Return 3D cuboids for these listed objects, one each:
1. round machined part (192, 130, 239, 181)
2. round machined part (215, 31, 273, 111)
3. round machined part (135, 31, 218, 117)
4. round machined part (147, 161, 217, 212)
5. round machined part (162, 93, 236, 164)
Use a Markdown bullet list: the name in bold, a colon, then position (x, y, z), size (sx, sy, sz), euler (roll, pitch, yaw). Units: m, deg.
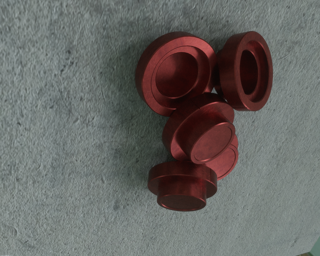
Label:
- **round machined part**: position (0.079, 0.042, 0.468), size (0.099, 0.042, 0.097), euler (-14, 125, -21)
- **round machined part**: position (0.102, -0.070, 0.394), size (0.099, 0.042, 0.097), euler (-3, 94, -46)
- **round machined part**: position (0.016, -0.065, 0.367), size (0.099, 0.042, 0.097), euler (-14, 125, -21)
- **round machined part**: position (0.031, 0.087, 0.437), size (0.099, 0.042, 0.098), euler (4, 147, 3)
- **round machined part**: position (0.055, 0.007, 0.391), size (0.099, 0.042, 0.097), euler (-22, 140, -20)
